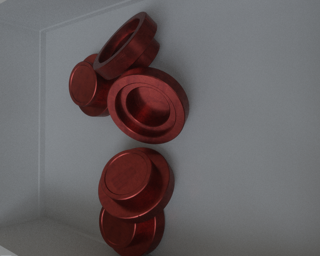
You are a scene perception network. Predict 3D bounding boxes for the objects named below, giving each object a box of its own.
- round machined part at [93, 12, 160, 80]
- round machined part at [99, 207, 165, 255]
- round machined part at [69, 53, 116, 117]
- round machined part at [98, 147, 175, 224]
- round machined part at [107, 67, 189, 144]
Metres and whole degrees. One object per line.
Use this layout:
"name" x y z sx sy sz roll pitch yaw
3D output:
"round machined part" -0.039 -0.100 0.405 0.098 0.042 0.098 -34 32 26
"round machined part" -0.045 0.127 0.423 0.098 0.042 0.097 -7 79 37
"round machined part" -0.104 -0.066 0.479 0.098 0.042 0.097 0 90 39
"round machined part" -0.035 0.066 0.390 0.098 0.042 0.098 -12 52 16
"round machined part" -0.012 -0.031 0.383 0.098 0.042 0.097 10 127 14
